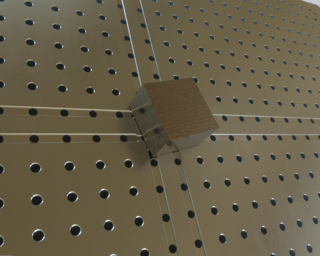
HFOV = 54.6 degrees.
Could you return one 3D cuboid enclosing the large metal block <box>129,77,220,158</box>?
[{"bbox_3d":[0.018,-0.016,0.409,0.081,0.050,0.080,-13,69,-33],"label":"large metal block"}]
